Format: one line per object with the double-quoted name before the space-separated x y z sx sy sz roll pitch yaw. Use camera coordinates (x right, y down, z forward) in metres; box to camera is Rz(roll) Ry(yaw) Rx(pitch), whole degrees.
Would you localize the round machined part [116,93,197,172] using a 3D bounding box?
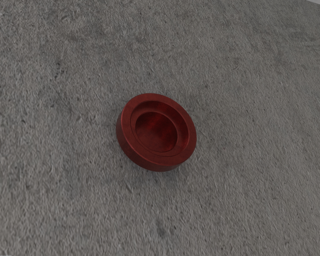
"round machined part" -0.008 0.009 0.383 0.099 0.042 0.098 13 56 -21
